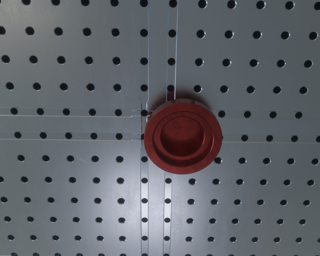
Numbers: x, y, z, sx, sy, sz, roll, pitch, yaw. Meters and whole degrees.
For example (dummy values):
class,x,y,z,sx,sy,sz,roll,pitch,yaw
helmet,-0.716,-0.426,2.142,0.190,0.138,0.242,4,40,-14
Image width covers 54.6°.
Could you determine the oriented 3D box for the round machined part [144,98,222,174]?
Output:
class,x,y,z,sx,sy,sz,roll,pitch,yaw
round machined part,0.029,0.008,0.407,0.099,0.042,0.097,0,110,0
